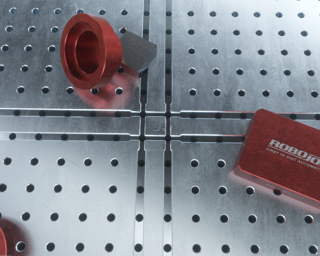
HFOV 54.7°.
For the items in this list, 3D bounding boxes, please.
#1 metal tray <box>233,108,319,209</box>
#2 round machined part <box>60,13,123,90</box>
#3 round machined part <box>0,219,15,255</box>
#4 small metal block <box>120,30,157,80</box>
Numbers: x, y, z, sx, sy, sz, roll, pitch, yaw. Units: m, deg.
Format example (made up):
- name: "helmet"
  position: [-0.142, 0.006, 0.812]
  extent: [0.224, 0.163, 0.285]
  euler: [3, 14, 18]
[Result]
- name: "metal tray"
  position: [0.172, 0.040, 0.397]
  extent: [0.131, 0.030, 0.090]
  euler: [22, 71, 7]
- name: "round machined part"
  position: [-0.089, -0.102, 0.420]
  extent: [0.042, 0.098, 0.098]
  euler: [-13, 64, -49]
- name: "round machined part"
  position: [-0.213, 0.145, 0.347]
  extent: [0.099, 0.042, 0.098]
  euler: [0, 70, -1]
- name: "small metal block"
  position: [-0.039, -0.106, 0.450]
  extent: [0.050, 0.025, 0.050]
  euler: [29, 72, 9]
